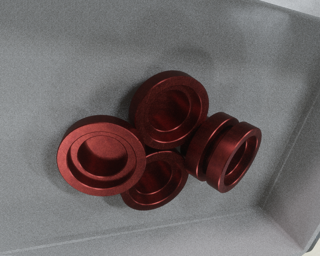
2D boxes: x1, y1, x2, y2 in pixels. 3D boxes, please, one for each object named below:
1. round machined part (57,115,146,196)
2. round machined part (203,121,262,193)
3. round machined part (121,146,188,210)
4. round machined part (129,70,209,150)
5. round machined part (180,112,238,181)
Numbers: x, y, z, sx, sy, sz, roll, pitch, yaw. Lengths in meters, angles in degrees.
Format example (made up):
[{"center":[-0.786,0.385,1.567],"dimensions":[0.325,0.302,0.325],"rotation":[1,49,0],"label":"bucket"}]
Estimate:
[{"center":[-0.066,0.028,0.364],"dimensions":[0.099,0.042,0.097],"rotation":[-2,116,-4],"label":"round machined part"},{"center":[0.091,0.034,0.416],"dimensions":[0.099,0.042,0.097],"rotation":[-33,140,-34],"label":"round machined part"},{"center":[-0.013,0.062,0.426],"dimensions":[0.099,0.042,0.097],"rotation":[-14,124,-21],"label":"round machined part"},{"center":[0.008,-0.025,0.383],"dimensions":[0.099,0.042,0.097],"rotation":[-14,124,-21],"label":"round machined part"},{"center":[0.066,0.021,0.431],"dimensions":[0.099,0.042,0.097],"rotation":[-33,139,-34],"label":"round machined part"}]
